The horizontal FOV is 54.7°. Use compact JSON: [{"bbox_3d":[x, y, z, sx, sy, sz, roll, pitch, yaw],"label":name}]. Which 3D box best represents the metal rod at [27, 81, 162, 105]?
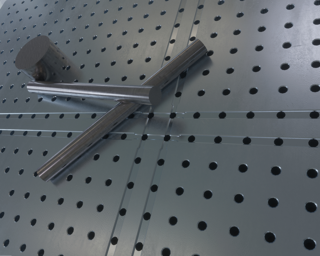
[{"bbox_3d":[-0.122,-0.059,0.487,0.300,0.025,0.025,9,66,39],"label":"metal rod"}]

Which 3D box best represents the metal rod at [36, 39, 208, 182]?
[{"bbox_3d":[-0.056,-0.025,0.452,0.300,0.025,0.025,-39,51,1],"label":"metal rod"}]

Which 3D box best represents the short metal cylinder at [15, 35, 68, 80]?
[{"bbox_3d":[-0.225,-0.128,0.589,0.080,0.050,0.080,-13,56,21],"label":"short metal cylinder"}]
